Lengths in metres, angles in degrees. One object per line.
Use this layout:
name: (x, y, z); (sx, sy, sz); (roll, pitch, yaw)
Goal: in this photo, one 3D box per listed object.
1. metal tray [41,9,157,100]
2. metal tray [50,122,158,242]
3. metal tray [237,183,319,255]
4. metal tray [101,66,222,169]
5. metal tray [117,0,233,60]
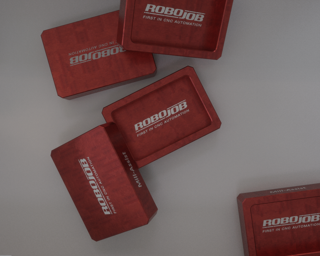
metal tray: (-0.078, -0.097, 0.408); (0.131, 0.030, 0.090); (-16, 90, 0)
metal tray: (-0.071, 0.068, 0.392); (0.090, 0.030, 0.130); (-26, 90, 23)
metal tray: (0.175, 0.126, 0.410); (0.131, 0.030, 0.089); (-7, 90, 0)
metal tray: (0.002, -0.013, 0.408); (0.130, 0.030, 0.090); (-27, 90, 0)
metal tray: (0.019, -0.134, 0.371); (0.131, 0.030, 0.089); (1, 112, -22)
